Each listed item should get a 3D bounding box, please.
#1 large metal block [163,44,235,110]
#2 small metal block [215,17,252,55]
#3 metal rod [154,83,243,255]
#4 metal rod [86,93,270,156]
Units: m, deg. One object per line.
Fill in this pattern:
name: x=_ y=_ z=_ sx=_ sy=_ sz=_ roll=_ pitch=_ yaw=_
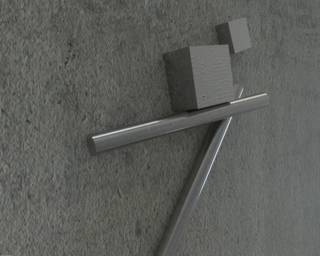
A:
large metal block: x=0.057 y=-0.072 z=0.438 sx=0.081 sy=0.050 sz=0.079 roll=-15 pitch=100 yaw=-39
small metal block: x=0.122 y=-0.150 z=0.509 sx=0.050 sy=0.025 sz=0.050 roll=-27 pitch=107 yaw=-37
metal rod: x=0.063 y=0.059 z=0.459 sx=0.025 sy=0.025 sz=0.300 roll=41 pitch=65 yaw=-33
metal rod: x=0.046 y=-0.013 z=0.425 sx=0.303 sy=0.025 sz=0.025 roll=-15 pitch=100 yaw=-33
